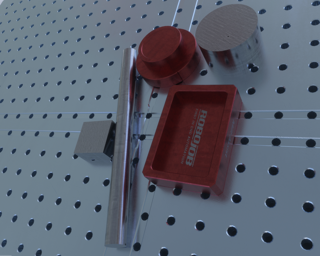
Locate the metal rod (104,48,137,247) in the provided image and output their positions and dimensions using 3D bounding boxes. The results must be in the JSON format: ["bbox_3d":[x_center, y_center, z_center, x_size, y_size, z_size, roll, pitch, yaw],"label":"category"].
[{"bbox_3d":[-0.050,0.006,0.428,0.025,0.025,0.299,-13,56,21],"label":"metal rod"}]

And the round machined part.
[{"bbox_3d":[0.007,-0.112,0.461,0.098,0.042,0.098,-13,56,20],"label":"round machined part"}]

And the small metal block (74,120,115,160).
[{"bbox_3d":[-0.089,0.018,0.442,0.050,0.025,0.050,-3,60,26],"label":"small metal block"}]

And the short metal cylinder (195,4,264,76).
[{"bbox_3d":[0.094,-0.117,0.414,0.080,0.050,0.080,-13,56,20],"label":"short metal cylinder"}]

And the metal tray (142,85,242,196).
[{"bbox_3d":[0.041,0.009,0.376,0.090,0.030,0.130,4,63,29],"label":"metal tray"}]
